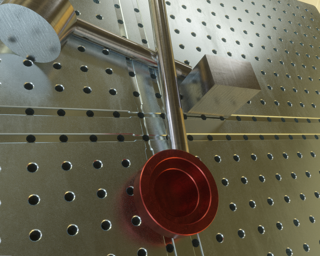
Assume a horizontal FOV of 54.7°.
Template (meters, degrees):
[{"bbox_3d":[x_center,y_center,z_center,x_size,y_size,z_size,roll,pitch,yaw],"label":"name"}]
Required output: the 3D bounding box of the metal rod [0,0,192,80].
[{"bbox_3d":[-0.092,-0.133,0.440,0.302,0.025,0.025,19,54,-17],"label":"metal rod"}]

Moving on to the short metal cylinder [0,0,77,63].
[{"bbox_3d":[-0.148,-0.126,0.371,0.080,0.080,0.050,25,53,-13],"label":"short metal cylinder"}]

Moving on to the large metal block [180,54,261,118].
[{"bbox_3d":[0.085,-0.058,0.456,0.081,0.080,0.050,2,61,-28],"label":"large metal block"}]

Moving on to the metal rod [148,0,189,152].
[{"bbox_3d":[0.008,-0.097,0.443,0.025,0.025,0.299,2,70,-28],"label":"metal rod"}]

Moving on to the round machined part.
[{"bbox_3d":[0.015,0.077,0.359,0.099,0.042,0.098,13,58,-21],"label":"round machined part"}]
